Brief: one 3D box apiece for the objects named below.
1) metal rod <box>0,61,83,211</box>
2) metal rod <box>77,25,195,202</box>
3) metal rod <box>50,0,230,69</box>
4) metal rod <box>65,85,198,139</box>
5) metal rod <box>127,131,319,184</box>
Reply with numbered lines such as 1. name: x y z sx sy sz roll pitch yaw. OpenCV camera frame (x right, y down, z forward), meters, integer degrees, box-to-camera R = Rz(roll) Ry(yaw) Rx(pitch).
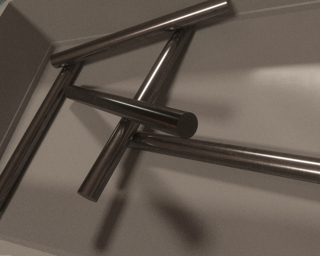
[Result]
1. metal rod: -0.198 -0.010 0.512 0.025 0.025 0.300 9 66 32
2. metal rod: -0.020 -0.041 0.416 0.025 0.025 0.300 10 59 32
3. metal rod: -0.044 -0.142 0.478 0.301 0.025 0.025 -11 57 22
4. metal rod: -0.061 -0.031 0.399 0.300 0.025 0.025 19 71 53
5. metal rod: 0.076 0.031 0.346 0.300 0.025 0.025 8 66 31
